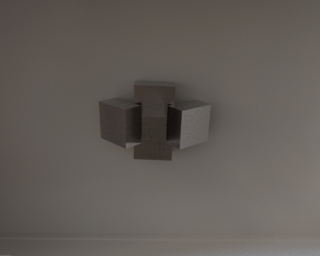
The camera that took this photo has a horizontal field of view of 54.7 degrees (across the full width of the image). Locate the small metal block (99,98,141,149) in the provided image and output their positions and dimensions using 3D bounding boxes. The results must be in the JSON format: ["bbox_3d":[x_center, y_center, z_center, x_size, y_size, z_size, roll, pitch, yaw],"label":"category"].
[{"bbox_3d":[-0.051,-0.007,0.392,0.050,0.025,0.050,19,117,39],"label":"small metal block"}]

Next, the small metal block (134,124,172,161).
[{"bbox_3d":[-0.009,0.015,0.414,0.050,0.025,0.050,2,110,-1],"label":"small metal block"}]

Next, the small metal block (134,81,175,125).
[{"bbox_3d":[-0.008,-0.032,0.396,0.050,0.025,0.050,2,110,-2],"label":"small metal block"}]

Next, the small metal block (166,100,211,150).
[{"bbox_3d":[0.036,-0.005,0.395,0.050,0.025,0.050,-15,116,-37],"label":"small metal block"}]

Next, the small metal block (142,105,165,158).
[{"bbox_3d":[-0.007,0.003,0.370,0.025,0.050,0.050,0,110,-1],"label":"small metal block"}]
